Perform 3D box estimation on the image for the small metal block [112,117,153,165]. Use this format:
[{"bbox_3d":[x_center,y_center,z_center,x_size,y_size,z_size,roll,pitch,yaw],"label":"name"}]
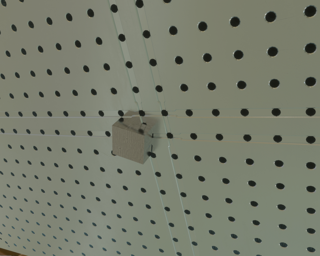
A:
[{"bbox_3d":[-0.040,0.018,0.442,0.050,0.025,0.050,17,125,18],"label":"small metal block"}]
